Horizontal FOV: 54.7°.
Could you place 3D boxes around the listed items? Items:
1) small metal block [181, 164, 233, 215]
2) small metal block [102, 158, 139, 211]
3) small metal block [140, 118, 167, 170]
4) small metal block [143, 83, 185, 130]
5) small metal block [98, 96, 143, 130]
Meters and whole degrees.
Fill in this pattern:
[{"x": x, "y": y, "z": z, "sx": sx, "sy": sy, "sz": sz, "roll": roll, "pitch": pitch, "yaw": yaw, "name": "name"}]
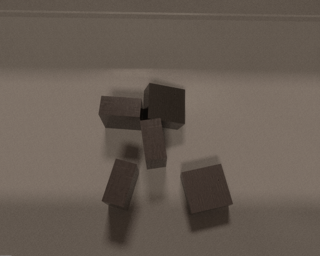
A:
[{"x": 0.056, "y": 0.076, "z": 0.383, "sx": 0.050, "sy": 0.025, "sz": 0.050, "roll": -12, "pitch": 71, "yaw": -5, "name": "small metal block"}, {"x": -0.045, "y": 0.069, "z": 0.371, "sx": 0.025, "sy": 0.050, "sz": 0.050, "roll": 15, "pitch": 71, "yaw": 5, "name": "small metal block"}, {"x": -0.008, "y": 0.021, "z": 0.389, "sx": 0.025, "sy": 0.050, "sz": 0.050, "roll": -8, "pitch": 70, "yaw": -3, "name": "small metal block"}, {"x": 0.005, "y": -0.028, "z": 0.412, "sx": 0.050, "sy": 0.025, "sz": 0.050, "roll": 8, "pitch": 69, "yaw": -18, "name": "small metal block"}, {"x": -0.049, "y": -0.018, "z": 0.402, "sx": 0.050, "sy": 0.050, "sz": 0.025, "roll": 4, "pitch": 70, "yaw": 1, "name": "small metal block"}]
